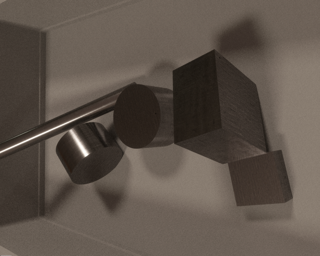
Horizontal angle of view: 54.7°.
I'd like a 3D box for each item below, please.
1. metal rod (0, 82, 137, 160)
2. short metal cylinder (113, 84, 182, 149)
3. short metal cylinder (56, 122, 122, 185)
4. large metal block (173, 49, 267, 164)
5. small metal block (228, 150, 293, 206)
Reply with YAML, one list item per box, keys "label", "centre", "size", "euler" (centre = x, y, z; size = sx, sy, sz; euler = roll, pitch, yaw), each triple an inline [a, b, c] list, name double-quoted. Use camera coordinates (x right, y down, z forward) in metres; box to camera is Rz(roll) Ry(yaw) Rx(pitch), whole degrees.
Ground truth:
- label: "metal rod"
  centre: [-0.166, 0.002, 0.468]
  size: [0.301, 0.025, 0.025]
  euler: [-22, 75, 14]
- label: "short metal cylinder"
  centre: [-0.014, -0.014, 0.400]
  size: [0.080, 0.050, 0.079]
  euler: [0, 90, 39]
- label: "short metal cylinder"
  centre: [-0.103, 0.037, 0.454]
  size: [0.050, 0.081, 0.080]
  euler: [51, 120, 28]
- label: "large metal block"
  centre: [0.058, -0.017, 0.307]
  size: [0.050, 0.080, 0.080]
  euler: [-21, 57, 38]
- label: "small metal block"
  centre: [0.103, 0.052, 0.321]
  size: [0.050, 0.025, 0.050]
  euler: [-17, 80, 38]
